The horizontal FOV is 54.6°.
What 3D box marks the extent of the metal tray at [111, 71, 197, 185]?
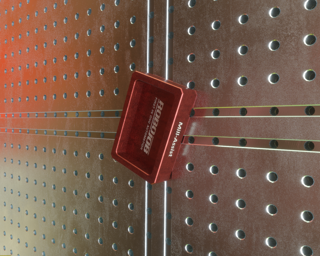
[{"bbox_3d":[-0.013,-0.002,0.417,0.090,0.030,0.129,27,107,36],"label":"metal tray"}]
